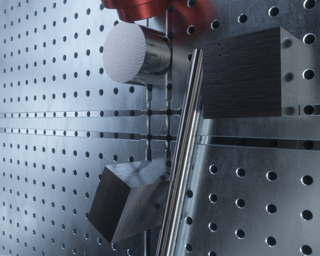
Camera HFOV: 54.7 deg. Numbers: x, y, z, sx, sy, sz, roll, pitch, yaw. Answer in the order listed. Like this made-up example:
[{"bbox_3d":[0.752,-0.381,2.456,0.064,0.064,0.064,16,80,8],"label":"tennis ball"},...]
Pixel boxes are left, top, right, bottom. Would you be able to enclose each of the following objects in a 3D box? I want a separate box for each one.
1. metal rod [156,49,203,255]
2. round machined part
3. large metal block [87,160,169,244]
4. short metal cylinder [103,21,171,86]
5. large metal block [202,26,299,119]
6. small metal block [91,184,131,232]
[{"bbox_3d":[0.026,0.054,0.387,0.025,0.025,0.298,16,100,39],"label":"metal rod"},{"bbox_3d":[-0.026,-0.168,0.396,0.098,0.099,0.042,18,137,38],"label":"round machined part"},{"bbox_3d":[-0.037,0.092,0.404,0.050,0.081,0.079,32,110,35],"label":"large metal block"},{"bbox_3d":[-0.032,-0.098,0.419,0.080,0.050,0.079,0,90,40],"label":"short metal cylinder"},{"bbox_3d":[0.092,-0.050,0.317,0.080,0.050,0.080,-1,89,40],"label":"large metal block"},{"bbox_3d":[-0.076,0.120,0.472,0.050,0.025,0.050,24,105,37],"label":"small metal block"}]
